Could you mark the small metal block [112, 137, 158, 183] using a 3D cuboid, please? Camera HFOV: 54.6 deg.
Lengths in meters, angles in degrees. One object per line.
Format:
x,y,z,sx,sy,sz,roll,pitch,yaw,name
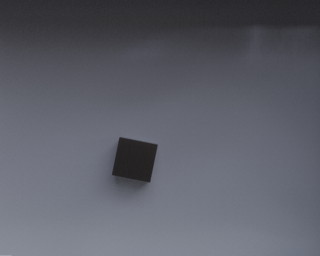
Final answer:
-0.032,0.041,0.411,0.050,0.025,0.050,11,90,0,small metal block
